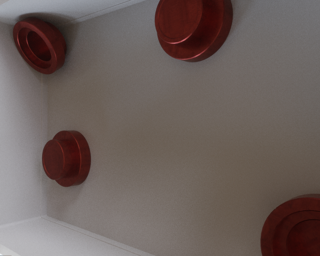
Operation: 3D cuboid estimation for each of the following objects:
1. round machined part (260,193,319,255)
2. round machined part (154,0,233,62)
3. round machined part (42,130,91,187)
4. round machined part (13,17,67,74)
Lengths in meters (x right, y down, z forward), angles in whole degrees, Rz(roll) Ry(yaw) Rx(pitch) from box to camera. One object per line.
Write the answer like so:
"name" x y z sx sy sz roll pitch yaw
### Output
"round machined part" 0.145 0.107 0.276 0.098 0.042 0.097 0 90 40
"round machined part" 0.032 -0.131 0.369 0.098 0.042 0.097 0 90 40
"round machined part" -0.167 0.053 0.534 0.098 0.042 0.097 0 90 40
"round machined part" -0.205 -0.148 0.546 0.098 0.042 0.097 21 136 22
